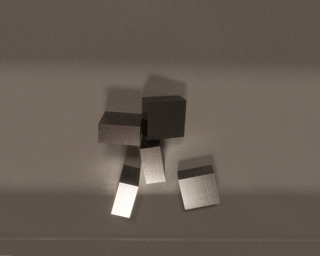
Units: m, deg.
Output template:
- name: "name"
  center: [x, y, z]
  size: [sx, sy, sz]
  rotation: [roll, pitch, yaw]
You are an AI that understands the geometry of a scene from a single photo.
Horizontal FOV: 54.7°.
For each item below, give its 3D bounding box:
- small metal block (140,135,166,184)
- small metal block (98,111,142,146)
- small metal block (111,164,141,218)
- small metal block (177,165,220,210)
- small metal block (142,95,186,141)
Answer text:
- name: "small metal block"
  center: [-0.009, 0.039, 0.412]
  size: [0.025, 0.050, 0.050]
  rotation: [-8, 110, 3]
- name: "small metal block"
  center: [-0.049, 0.000, 0.397]
  size: [0.050, 0.050, 0.025]
  rotation: [4, 110, -2]
- name: "small metal block"
  center: [-0.047, 0.086, 0.429]
  size: [0.025, 0.050, 0.050]
  rotation: [15, 109, -6]
- name: "small metal block"
  center: [0.055, 0.085, 0.443]
  size: [0.050, 0.025, 0.050]
  rotation: [-12, 110, 4]
- name: "small metal block"
  center: [0.004, -0.014, 0.399]
  size: [0.050, 0.025, 0.050]
  rotation: [-5, 111, -19]
